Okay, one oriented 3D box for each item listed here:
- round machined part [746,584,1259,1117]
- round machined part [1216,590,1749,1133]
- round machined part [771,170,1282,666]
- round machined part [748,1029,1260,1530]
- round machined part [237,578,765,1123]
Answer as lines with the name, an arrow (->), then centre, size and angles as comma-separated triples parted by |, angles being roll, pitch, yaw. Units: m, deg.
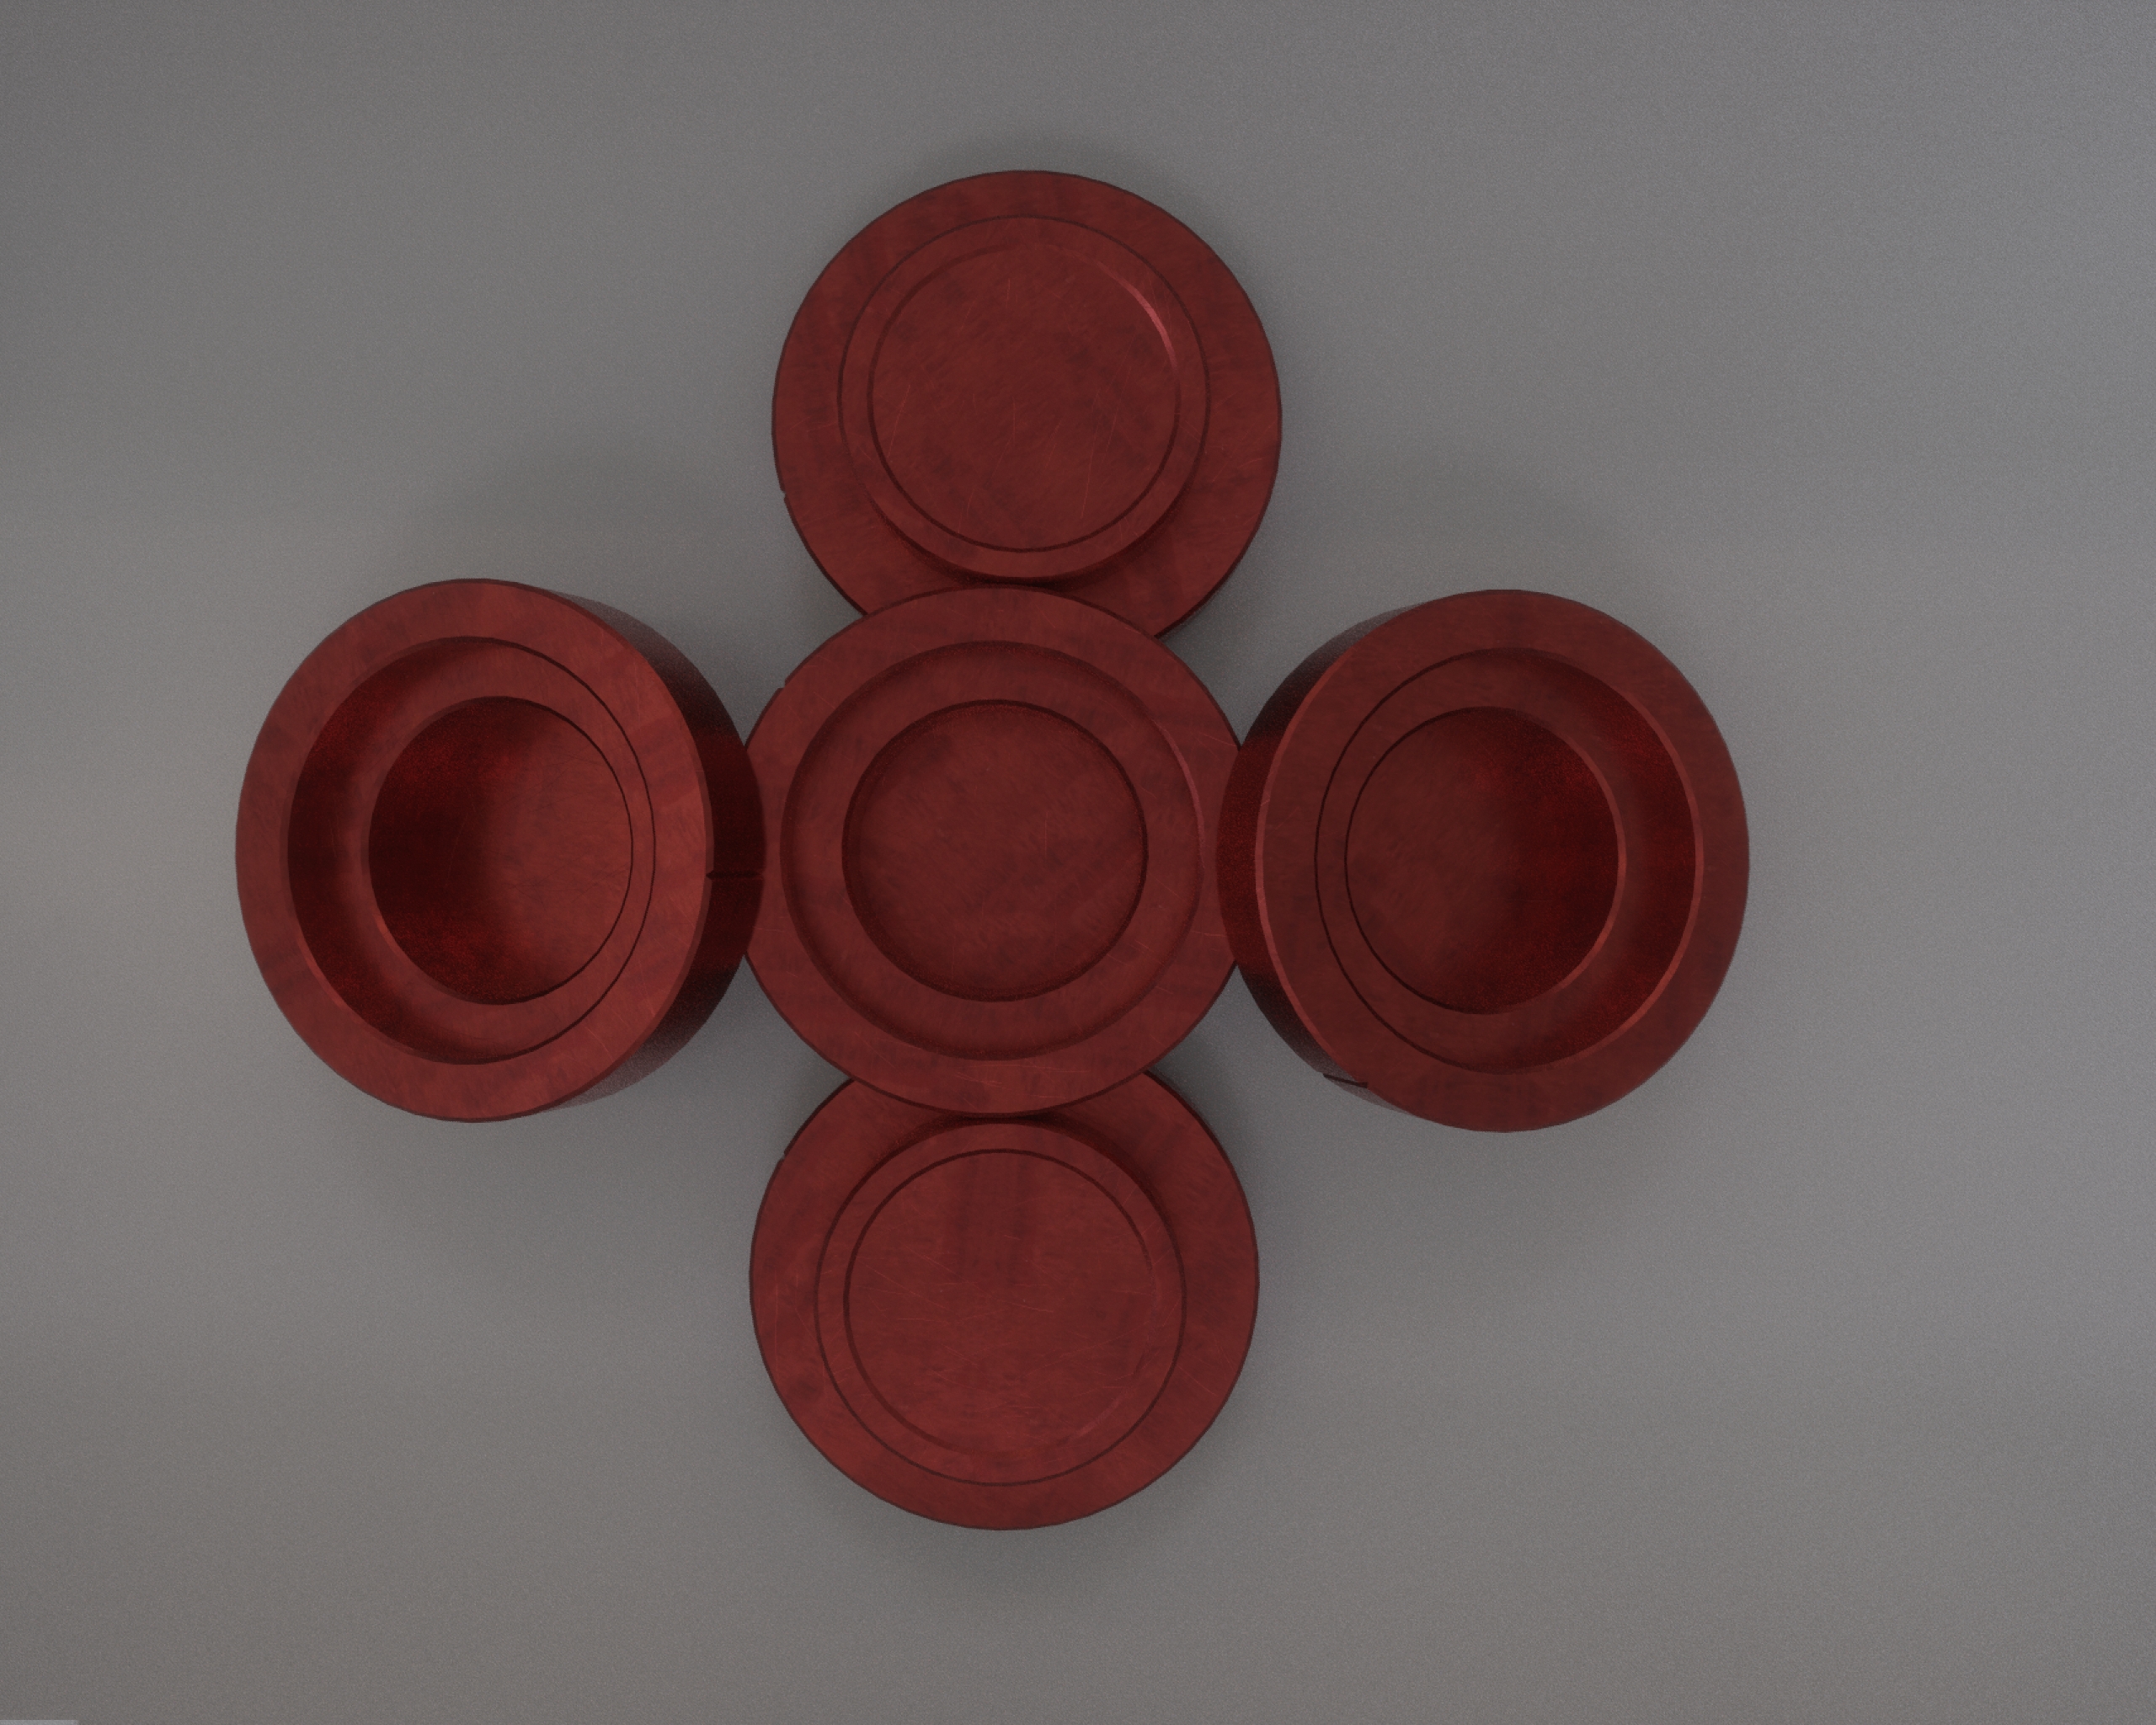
round machined part -> -0.016, -0.002, 0.400 | 0.099, 0.042, 0.097 | 0, 90, 0
round machined part -> 0.072, 0.000, 0.393 | 0.099, 0.042, 0.097 | 0, 90, -17
round machined part -> -0.010, -0.085, 0.401 | 0.099, 0.042, 0.097 | 0, 90, 0
round machined part -> -0.014, 0.080, 0.401 | 0.099, 0.042, 0.097 | 0, 90, 0
round machined part -> -0.103, -0.002, 0.392 | 0.098, 0.042, 0.097 | 0, 90, 17
